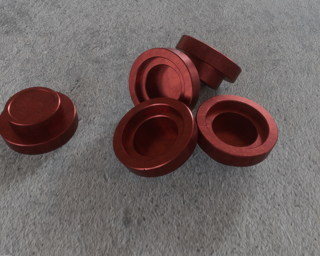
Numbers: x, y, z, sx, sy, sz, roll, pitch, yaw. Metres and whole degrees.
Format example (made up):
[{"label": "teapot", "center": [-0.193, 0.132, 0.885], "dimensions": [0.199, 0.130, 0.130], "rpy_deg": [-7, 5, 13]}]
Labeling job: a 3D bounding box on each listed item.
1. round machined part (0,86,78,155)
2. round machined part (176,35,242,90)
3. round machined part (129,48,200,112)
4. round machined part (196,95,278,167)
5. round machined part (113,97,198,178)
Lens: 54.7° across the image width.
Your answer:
[{"label": "round machined part", "center": [-0.161, -0.017, 0.405], "dimensions": [0.099, 0.042, 0.098], "rpy_deg": [0, 50, 0]}, {"label": "round machined part", "center": [0.063, -0.089, 0.444], "dimensions": [0.098, 0.098, 0.042], "rpy_deg": [36, 100, 26]}, {"label": "round machined part", "center": [0.010, -0.057, 0.412], "dimensions": [0.098, 0.097, 0.042], "rpy_deg": [31, 28, 23]}, {"label": "round machined part", "center": [0.089, 0.008, 0.382], "dimensions": [0.099, 0.042, 0.098], "rpy_deg": [4, 49, -5]}, {"label": "round machined part", "center": [-0.002, 0.015, 0.366], "dimensions": [0.098, 0.042, 0.098], "rpy_deg": [-12, 52, 16]}]
